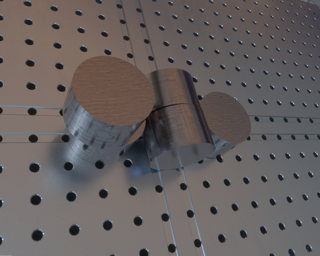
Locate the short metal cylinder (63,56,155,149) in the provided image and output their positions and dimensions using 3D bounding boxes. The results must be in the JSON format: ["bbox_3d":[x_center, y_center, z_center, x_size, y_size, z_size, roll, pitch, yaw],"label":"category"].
[{"bbox_3d":[-0.053,-0.025,0.313,0.081,0.050,0.080,14,56,-21],"label":"short metal cylinder"}]

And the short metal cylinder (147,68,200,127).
[{"bbox_3d":[0.009,-0.032,0.397,0.081,0.080,0.050,1,62,-28],"label":"short metal cylinder"}]

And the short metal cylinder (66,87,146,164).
[{"bbox_3d":[-0.063,-0.004,0.360,0.081,0.050,0.080,14,56,-21],"label":"short metal cylinder"}]

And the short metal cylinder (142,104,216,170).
[{"bbox_3d":[0.021,0.013,0.376,0.081,0.080,0.050,-1,63,-29],"label":"short metal cylinder"}]

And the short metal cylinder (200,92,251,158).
[{"bbox_3d":[0.079,-0.004,0.436,0.081,0.050,0.080,14,56,-21],"label":"short metal cylinder"}]
